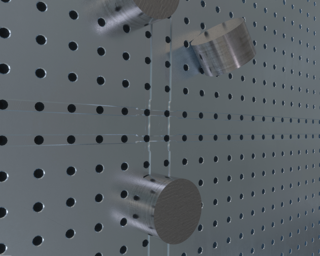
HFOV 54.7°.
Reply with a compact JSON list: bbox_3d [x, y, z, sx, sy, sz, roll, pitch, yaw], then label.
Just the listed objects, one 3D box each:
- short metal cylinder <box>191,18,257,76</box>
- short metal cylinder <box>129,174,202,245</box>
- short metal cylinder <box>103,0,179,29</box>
[{"bbox_3d":[0.092,-0.117,0.450,0.080,0.080,0.050,-44,117,-31],"label":"short metal cylinder"},{"bbox_3d":[0.008,0.102,0.399,0.081,0.050,0.079,0,90,-40],"label":"short metal cylinder"},{"bbox_3d":[-0.022,-0.165,0.373,0.081,0.050,0.079,0,90,-40],"label":"short metal cylinder"}]
